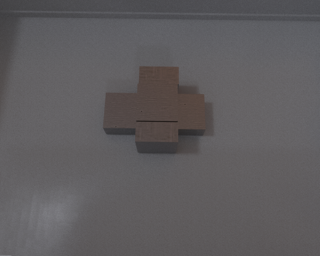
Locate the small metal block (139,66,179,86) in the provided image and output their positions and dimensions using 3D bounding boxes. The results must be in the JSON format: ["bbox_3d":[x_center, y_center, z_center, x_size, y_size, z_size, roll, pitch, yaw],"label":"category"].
[{"bbox_3d":[-0.001,-0.059,0.415,0.050,0.050,0.025,1,70,0],"label":"small metal block"}]

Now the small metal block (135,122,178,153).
[{"bbox_3d":[-0.004,0.013,0.388,0.050,0.050,0.025,1,70,0],"label":"small metal block"}]

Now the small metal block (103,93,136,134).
[{"bbox_3d":[-0.047,-0.019,0.414,0.050,0.025,0.050,1,70,0],"label":"small metal block"}]

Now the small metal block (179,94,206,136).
[{"bbox_3d":[0.033,-0.018,0.414,0.050,0.025,0.050,1,70,0],"label":"small metal block"}]

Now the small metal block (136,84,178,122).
[{"bbox_3d":[-0.003,-0.028,0.390,0.050,0.025,0.050,1,70,0],"label":"small metal block"}]
